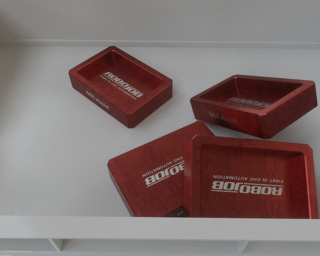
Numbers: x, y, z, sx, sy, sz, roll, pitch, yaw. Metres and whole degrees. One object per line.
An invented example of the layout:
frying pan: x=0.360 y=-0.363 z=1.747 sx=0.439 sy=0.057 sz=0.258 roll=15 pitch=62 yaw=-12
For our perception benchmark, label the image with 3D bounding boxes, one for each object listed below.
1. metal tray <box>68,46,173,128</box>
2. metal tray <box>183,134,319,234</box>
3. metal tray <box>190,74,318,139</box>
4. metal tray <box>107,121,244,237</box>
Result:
metal tray: x=-0.058 y=-0.065 z=0.455 sx=0.130 sy=0.030 sz=0.090 roll=35 pitch=58 yaw=25
metal tray: x=0.091 y=0.058 z=0.317 sx=0.131 sy=0.030 sz=0.090 roll=5 pitch=73 yaw=-9
metal tray: x=0.111 y=-0.033 z=0.389 sx=0.091 sy=0.030 sz=0.130 roll=-29 pitch=25 yaw=-23
metal tray: x=0.017 y=0.052 z=0.358 sx=0.131 sy=0.030 sz=0.090 roll=-23 pitch=54 yaw=-19
